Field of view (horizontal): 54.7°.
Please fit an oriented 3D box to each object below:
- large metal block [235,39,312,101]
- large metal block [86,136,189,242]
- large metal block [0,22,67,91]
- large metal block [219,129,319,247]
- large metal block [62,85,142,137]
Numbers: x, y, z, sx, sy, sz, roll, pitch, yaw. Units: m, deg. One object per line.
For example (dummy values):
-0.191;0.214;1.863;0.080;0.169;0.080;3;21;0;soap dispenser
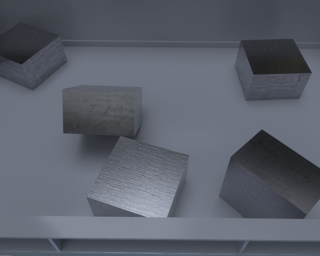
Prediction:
0.165;-0.088;0.464;0.081;0.050;0.080;-2;50;-2;large metal block
-0.020;0.064;0.335;0.080;0.050;0.080;15;52;12;large metal block
-0.208;-0.114;0.483;0.080;0.050;0.080;22;54;17;large metal block
0.113;0.062;0.318;0.050;0.080;0.080;-36;59;-26;large metal block
-0.066;-0.024;0.383;0.080;0.050;0.080;3;11;2;large metal block
